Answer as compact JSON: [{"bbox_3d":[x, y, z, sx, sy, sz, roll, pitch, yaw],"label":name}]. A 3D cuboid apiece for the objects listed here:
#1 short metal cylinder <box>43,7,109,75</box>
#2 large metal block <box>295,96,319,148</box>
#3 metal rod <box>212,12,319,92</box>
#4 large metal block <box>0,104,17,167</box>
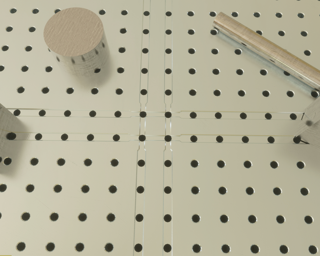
[{"bbox_3d":[-0.117,-0.123,0.442,0.081,0.050,0.080,0,70,0],"label":"short metal cylinder"},{"bbox_3d":[0.232,-0.005,0.387,0.080,0.080,0.050,25,72,8],"label":"large metal block"},{"bbox_3d":[0.207,-0.080,0.443,0.300,0.025,0.025,36,74,11],"label":"metal rod"},{"bbox_3d":[-0.244,0.008,0.392,0.080,0.050,0.080,8,70,2],"label":"large metal block"}]
